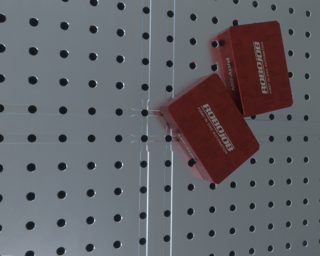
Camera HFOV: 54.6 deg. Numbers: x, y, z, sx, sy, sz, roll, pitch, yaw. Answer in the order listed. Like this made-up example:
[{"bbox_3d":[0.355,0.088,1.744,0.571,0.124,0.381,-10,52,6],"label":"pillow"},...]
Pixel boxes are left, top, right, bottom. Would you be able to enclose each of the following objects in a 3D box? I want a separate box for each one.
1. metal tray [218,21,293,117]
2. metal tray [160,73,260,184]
[{"bbox_3d":[0.143,-0.087,0.462,0.091,0.030,0.129,-13,95,-20],"label":"metal tray"},{"bbox_3d":[0.072,0.001,0.436,0.090,0.030,0.130,-37,102,-16],"label":"metal tray"}]
